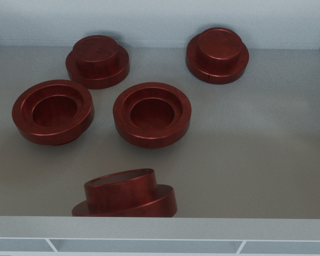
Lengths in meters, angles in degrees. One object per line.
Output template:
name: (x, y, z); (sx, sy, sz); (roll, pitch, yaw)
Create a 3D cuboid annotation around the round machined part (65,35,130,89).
round machined part: (-0.098, -0.109, 0.484); (0.099, 0.042, 0.098); (0, 50, 0)

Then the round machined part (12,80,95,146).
round machined part: (-0.135, -0.016, 0.405); (0.099, 0.042, 0.098); (0, 50, 0)

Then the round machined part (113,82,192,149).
round machined part: (-0.010, -0.012, 0.404); (0.099, 0.042, 0.098); (0, 50, 0)

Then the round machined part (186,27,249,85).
round machined part: (0.091, -0.119, 0.486); (0.099, 0.042, 0.098); (1, 59, -1)

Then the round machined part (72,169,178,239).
round machined part: (-0.035, 0.067, 0.299); (0.099, 0.098, 0.042); (-11, 91, -9)
